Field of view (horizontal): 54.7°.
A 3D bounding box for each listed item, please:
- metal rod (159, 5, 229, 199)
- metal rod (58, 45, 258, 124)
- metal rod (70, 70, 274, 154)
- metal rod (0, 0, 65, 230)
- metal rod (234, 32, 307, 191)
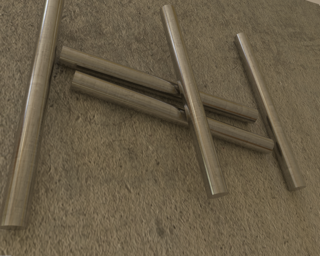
[{"bbox_3d":[0.039,-0.053,0.423,0.025,0.025,0.299,3,60,-27],"label":"metal rod"},{"bbox_3d":[0.011,-0.056,0.443,0.302,0.025,0.025,15,56,-20],"label":"metal rod"},{"bbox_3d":[0.029,-0.016,0.428,0.302,0.025,0.025,18,55,-18],"label":"metal rod"},{"bbox_3d":[-0.137,-0.043,0.347,0.025,0.025,0.299,11,60,-23],"label":"metal rod"},{"bbox_3d":[0.179,-0.042,0.524,0.025,0.025,0.299,4,60,-27],"label":"metal rod"}]
